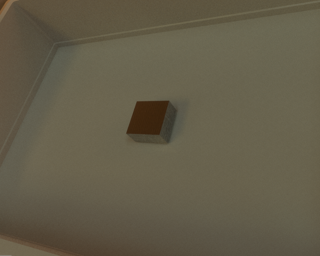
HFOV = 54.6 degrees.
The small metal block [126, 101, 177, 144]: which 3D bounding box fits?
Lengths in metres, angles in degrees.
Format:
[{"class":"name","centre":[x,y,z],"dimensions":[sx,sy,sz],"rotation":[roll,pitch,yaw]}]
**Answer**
[{"class":"small metal block","centre":[-0.011,-0.008,0.413],"dimensions":[0.050,0.025,0.050],"rotation":[2,63,29]}]
